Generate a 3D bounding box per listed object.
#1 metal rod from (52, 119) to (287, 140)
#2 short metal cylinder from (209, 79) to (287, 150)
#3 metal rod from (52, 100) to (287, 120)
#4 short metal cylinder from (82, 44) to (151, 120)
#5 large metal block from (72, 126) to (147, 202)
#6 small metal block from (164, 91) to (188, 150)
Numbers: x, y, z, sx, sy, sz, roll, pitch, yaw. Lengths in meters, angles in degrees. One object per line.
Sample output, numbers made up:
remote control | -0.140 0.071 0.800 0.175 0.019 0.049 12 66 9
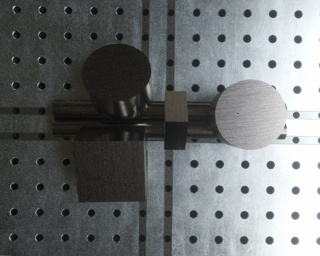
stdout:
metal rod | 0.013 0.002 0.410 0.302 0.025 0.025 1 90 0
short metal cylinder | 0.102 -0.015 0.373 0.081 0.050 0.079 0 90 0
metal rod | 0.013 -0.023 0.410 0.302 0.025 0.025 1 90 0
short metal cylinder | -0.051 -0.056 0.383 0.081 0.050 0.080 0 66 -1
large metal block | -0.058 0.043 0.383 0.081 0.050 0.079 -1 110 0
small metal block | 0.018 -0.009 0.369 0.025 0.050 0.050 1 48 0
